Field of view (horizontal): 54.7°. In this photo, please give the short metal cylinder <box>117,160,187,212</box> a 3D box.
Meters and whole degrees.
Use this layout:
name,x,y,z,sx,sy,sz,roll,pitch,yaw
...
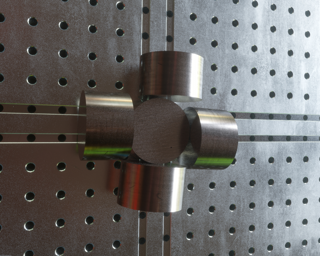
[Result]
name,x,y,z,sx,sy,sz,roll,pitch,yaw
short metal cylinder,-0.010,0.068,0.378,0.081,0.080,0.050,6,88,-20

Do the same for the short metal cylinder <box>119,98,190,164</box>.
name,x,y,z,sx,sy,sz,roll,pitch,yaw
short metal cylinder,-0.009,0.004,0.396,0.081,0.050,0.080,0,90,-21

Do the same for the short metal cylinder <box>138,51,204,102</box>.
name,x,y,z,sx,sy,sz,roll,pitch,yaw
short metal cylinder,0.014,-0.061,0.388,0.081,0.080,0.050,3,89,-20

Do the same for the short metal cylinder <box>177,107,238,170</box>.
name,x,y,z,sx,sy,sz,roll,pitch,yaw
short metal cylinder,0.058,0.014,0.405,0.050,0.080,0.080,4,89,-20

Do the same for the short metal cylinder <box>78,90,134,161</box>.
name,x,y,z,sx,sy,sz,roll,pitch,yaw
short metal cylinder,-0.065,-0.002,0.359,0.050,0.080,0.080,2,90,-21
